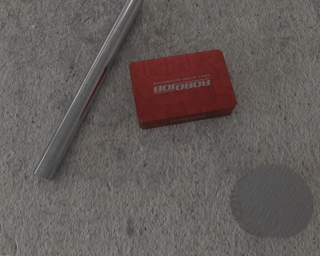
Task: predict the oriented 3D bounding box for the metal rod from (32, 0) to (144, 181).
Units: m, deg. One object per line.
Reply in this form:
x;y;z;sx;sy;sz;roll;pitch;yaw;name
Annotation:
-0.091;-0.070;0.432;0.025;0.025;0.300;20;71;7;metal rod

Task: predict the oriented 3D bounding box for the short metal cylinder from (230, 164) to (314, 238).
0.128;0.087;0.364;0.081;0.050;0.080;0;70;0;short metal cylinder

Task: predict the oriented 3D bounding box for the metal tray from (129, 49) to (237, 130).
0.029;-0.054;0.425;0.131;0.030;0.090;-10;70;-4;metal tray
